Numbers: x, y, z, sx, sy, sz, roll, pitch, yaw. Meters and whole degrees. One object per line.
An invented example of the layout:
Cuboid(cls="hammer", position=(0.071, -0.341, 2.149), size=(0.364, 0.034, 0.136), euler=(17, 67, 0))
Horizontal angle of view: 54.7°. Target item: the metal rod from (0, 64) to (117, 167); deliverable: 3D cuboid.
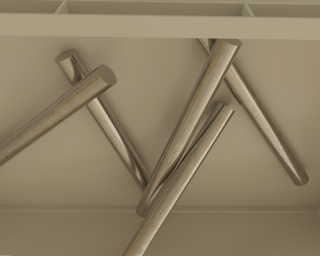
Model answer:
Cuboid(cls="metal rod", position=(-0.168, 0.009, 0.394), size=(0.299, 0.025, 0.025), euler=(-29, 125, 30))

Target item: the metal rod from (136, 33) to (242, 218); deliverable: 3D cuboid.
Cuboid(cls="metal rod", position=(0.021, 0.022, 0.393), size=(0.025, 0.025, 0.298), euler=(14, 129, -12))

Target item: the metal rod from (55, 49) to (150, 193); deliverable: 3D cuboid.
Cuboid(cls="metal rod", position=(-0.051, 0.027, 0.430), size=(0.025, 0.025, 0.299), euler=(-16, 129, 13))

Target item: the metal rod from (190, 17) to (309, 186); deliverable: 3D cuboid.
Cuboid(cls="metal rod", position=(0.129, -0.014, 0.398), size=(0.025, 0.025, 0.300), euler=(-29, 125, 22))

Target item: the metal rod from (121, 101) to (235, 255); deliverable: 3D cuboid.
Cuboid(cls="metal rod", position=(0.008, 0.099, 0.414), size=(0.025, 0.025, 0.299), euler=(27, 100, -21))
